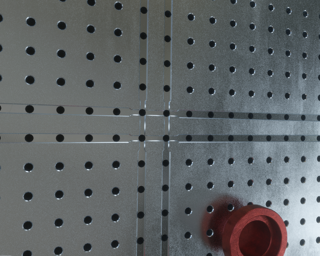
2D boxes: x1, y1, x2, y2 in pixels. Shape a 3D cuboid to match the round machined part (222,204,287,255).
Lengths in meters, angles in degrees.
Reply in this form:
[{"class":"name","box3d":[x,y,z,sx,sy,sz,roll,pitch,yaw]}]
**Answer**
[{"class":"round machined part","box3d":[0.133,0.161,0.455,0.099,0.042,0.097,0,90,-21]}]
